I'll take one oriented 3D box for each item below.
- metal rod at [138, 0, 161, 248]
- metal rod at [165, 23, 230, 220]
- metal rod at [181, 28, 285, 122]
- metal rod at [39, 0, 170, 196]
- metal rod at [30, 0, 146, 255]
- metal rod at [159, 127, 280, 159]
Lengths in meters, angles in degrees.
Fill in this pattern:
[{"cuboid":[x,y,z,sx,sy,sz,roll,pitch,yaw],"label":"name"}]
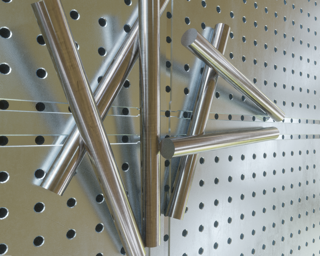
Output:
[{"cuboid":[-0.012,0.000,0.378,0.025,0.025,0.298,-7,101,-40],"label":"metal rod"},{"cuboid":[0.059,-0.018,0.457,0.025,0.025,0.299,26,74,-37],"label":"metal rod"},{"cuboid":[0.133,-0.069,0.494,0.301,0.025,0.025,25,74,-45],"label":"metal rod"},{"cuboid":[-0.051,-0.064,0.365,0.025,0.025,0.300,39,66,-33],"label":"metal rod"},{"cuboid":[-0.063,0.024,0.324,0.025,0.025,0.298,-33,120,-35],"label":"metal rod"},{"cuboid":[0.111,0.017,0.477,0.302,0.025,0.025,-4,93,-47],"label":"metal rod"}]
